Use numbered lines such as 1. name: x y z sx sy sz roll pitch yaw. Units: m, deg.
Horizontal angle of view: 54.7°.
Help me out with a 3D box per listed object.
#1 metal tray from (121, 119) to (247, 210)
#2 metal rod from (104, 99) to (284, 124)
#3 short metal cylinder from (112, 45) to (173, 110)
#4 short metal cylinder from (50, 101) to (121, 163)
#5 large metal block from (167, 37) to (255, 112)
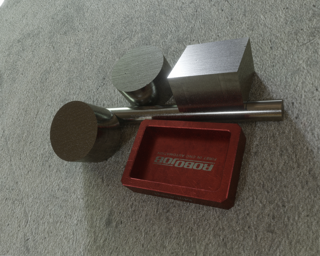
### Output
1. metal tray: 0.027 0.038 0.364 0.130 0.030 0.090 4 63 29
2. metal rod: 0.004 -0.019 0.416 0.300 0.025 0.025 -1 62 27
3. short metal cylinder: -0.021 -0.071 0.444 0.080 0.050 0.080 -13 56 20
4. short metal cylinder: -0.101 0.007 0.423 0.080 0.050 0.080 -4 80 27
5. large metal block: 0.066 -0.065 0.379 0.080 0.050 0.080 -1 40 28
